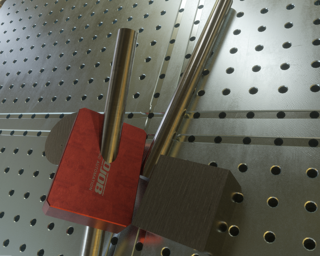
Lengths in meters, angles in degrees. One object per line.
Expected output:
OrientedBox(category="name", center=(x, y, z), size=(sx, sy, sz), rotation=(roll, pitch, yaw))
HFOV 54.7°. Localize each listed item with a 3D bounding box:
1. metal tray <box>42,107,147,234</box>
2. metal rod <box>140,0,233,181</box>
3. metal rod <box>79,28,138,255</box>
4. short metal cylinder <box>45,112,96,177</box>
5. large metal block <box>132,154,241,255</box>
OrientedBox(category="metal tray", center=(-0.070, 0.046, 0.363), size=(0.030, 0.091, 0.130), rotation=(-50, 25, 48))
OrientedBox(category="metal rod", center=(0.042, -0.067, 0.427), size=(0.025, 0.025, 0.300), rotation=(12, 67, 33))
OrientedBox(category="metal rod", center=(-0.061, 0.027, 0.368), size=(0.025, 0.025, 0.299), rotation=(4, 81, 30))
OrientedBox(category="short metal cylinder", center=(-0.113, 0.025, 0.436), size=(0.080, 0.050, 0.080), rotation=(-13, 56, 21))
OrientedBox(category="large metal block", center=(0.030, 0.081, 0.327), size=(0.080, 0.050, 0.080), rotation=(10, 67, 32))
